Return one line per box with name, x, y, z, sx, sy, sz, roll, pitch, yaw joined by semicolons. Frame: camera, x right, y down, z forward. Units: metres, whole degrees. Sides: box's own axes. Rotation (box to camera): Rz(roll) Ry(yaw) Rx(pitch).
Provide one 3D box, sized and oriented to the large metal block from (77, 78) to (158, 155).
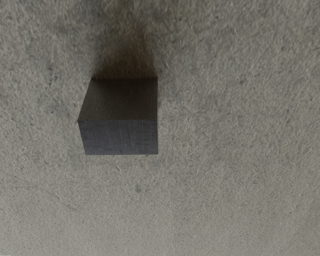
large metal block;-0.043;-0.015;0.358;0.080;0.080;0.050;-1;130;0
